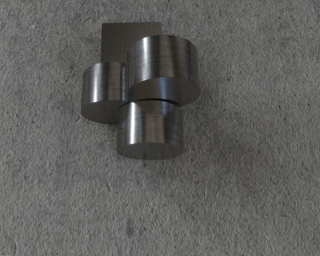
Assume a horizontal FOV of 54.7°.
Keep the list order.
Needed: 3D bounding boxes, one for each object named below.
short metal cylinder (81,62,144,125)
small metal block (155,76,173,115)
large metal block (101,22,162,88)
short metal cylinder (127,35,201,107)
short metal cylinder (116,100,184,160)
[{"bbox_3d":[-0.058,-0.041,0.396,0.081,0.080,0.050,-2,70,-1],"label":"short metal cylinder"},{"bbox_3d":[0.007,-0.036,0.412,0.025,0.050,0.050,1,70,0],"label":"small metal block"},{"bbox_3d":[-0.038,-0.098,0.433,0.081,0.050,0.080,-2,70,-1],"label":"large metal block"},{"bbox_3d":[0.003,-0.060,0.350,0.081,0.080,0.050,-2,70,-1],"label":"short metal cylinder"},{"bbox_3d":[-0.012,0.005,0.379,0.081,0.080,0.050,0,70,0],"label":"short metal cylinder"}]
